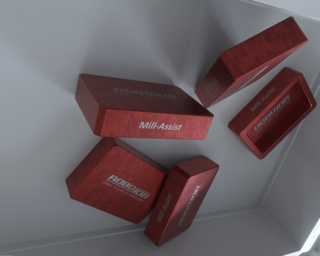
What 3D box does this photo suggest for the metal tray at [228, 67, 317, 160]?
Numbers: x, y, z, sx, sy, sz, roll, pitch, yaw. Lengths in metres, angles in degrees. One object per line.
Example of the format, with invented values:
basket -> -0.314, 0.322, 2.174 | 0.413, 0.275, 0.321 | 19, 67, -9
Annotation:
metal tray -> 0.181, -0.021, 0.494 | 0.130, 0.030, 0.090 | -46, 130, 3

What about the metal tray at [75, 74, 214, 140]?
metal tray -> -0.018, -0.023, 0.343 | 0.131, 0.090, 0.030 | 3, 117, -30

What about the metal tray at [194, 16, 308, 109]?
metal tray -> 0.098, -0.069, 0.364 | 0.090, 0.130, 0.030 | -29, 84, -10

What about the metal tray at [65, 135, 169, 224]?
metal tray -> -0.049, 0.075, 0.426 | 0.090, 0.030, 0.130 | -48, 129, 6

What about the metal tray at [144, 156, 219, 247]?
metal tray -> 0.034, 0.110, 0.473 | 0.091, 0.030, 0.129 | -7, 125, -52
